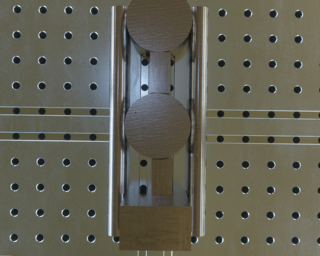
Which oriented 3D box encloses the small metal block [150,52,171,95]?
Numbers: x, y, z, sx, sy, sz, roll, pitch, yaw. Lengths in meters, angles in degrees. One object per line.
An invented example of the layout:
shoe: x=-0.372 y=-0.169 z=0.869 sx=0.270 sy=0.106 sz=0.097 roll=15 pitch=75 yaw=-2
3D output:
small metal block: x=0.000 y=-0.068 z=0.399 sx=0.025 sy=0.050 sz=0.050 roll=1 pitch=90 yaw=0

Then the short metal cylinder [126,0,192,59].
short metal cylinder: x=-0.001 y=-0.132 z=0.400 sx=0.081 sy=0.050 sz=0.080 roll=0 pitch=90 yaw=0

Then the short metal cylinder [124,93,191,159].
short metal cylinder: x=-0.003 y=-0.003 z=0.400 sx=0.081 sy=0.050 sz=0.080 roll=0 pitch=90 yaw=0

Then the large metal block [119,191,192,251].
large metal block: x=-0.005 y=0.112 z=0.386 sx=0.081 sy=0.080 sz=0.050 roll=1 pitch=90 yaw=0

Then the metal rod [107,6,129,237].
metal rod: x=-0.055 y=-0.009 z=0.412 sx=0.025 sy=0.025 sz=0.298 roll=1 pitch=90 yaw=0

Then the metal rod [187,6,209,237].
metal rod: x=0.050 y=-0.008 z=0.413 sx=0.025 sy=0.025 sz=0.298 roll=1 pitch=90 yaw=0

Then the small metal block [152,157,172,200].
small metal block: x=0.002 y=0.063 z=0.400 sx=0.025 sy=0.050 sz=0.050 roll=0 pitch=90 yaw=0
